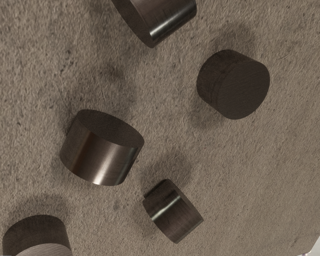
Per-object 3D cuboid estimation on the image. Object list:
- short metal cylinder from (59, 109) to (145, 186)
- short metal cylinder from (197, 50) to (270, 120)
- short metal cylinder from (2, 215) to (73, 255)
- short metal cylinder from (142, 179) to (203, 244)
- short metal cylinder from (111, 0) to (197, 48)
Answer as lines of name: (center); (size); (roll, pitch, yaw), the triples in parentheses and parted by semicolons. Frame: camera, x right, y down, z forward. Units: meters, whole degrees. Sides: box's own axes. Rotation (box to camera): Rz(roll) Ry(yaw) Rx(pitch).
short metal cylinder: (-0.065, 0.021, 0.350); (0.081, 0.080, 0.050); (17, 110, -35)
short metal cylinder: (0.096, -0.058, 0.410); (0.081, 0.050, 0.079); (-14, 125, -21)
short metal cylinder: (-0.160, 0.161, 0.404); (0.081, 0.050, 0.079); (-14, 125, -21)
short metal cylinder: (0.019, 0.122, 0.459); (0.050, 0.080, 0.080); (-41, 130, 0)
short metal cylinder: (-0.011, -0.123, 0.291); (0.050, 0.080, 0.080); (-38, 130, -3)
